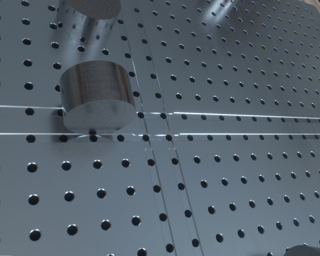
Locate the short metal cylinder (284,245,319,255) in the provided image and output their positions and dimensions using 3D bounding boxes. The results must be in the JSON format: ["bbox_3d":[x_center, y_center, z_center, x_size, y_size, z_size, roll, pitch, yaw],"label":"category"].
[{"bbox_3d":[0.189,0.183,0.365,0.050,0.080,0.080,15,56,-20],"label":"short metal cylinder"}]

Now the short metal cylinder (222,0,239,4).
[{"bbox_3d":[0.153,-0.318,0.671,0.081,0.050,0.080,14,56,-21],"label":"short metal cylinder"}]

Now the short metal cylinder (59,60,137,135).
[{"bbox_3d":[-0.071,-0.032,0.355,0.081,0.080,0.050,0,62,-29],"label":"short metal cylinder"}]

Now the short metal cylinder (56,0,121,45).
[{"bbox_3d":[-0.102,-0.166,0.439,0.081,0.050,0.080,14,56,-21],"label":"short metal cylinder"}]
